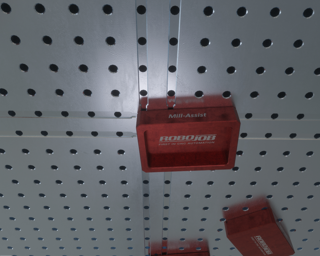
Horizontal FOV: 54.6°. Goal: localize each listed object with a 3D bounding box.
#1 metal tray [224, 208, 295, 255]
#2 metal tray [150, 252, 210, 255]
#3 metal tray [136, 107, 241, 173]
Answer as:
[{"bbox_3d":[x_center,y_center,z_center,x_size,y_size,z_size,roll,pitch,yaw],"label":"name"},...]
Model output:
[{"bbox_3d":[0.190,0.209,0.587,0.090,0.030,0.130,-25,126,19],"label":"metal tray"},{"bbox_3d":[0.045,0.308,0.669,0.131,0.030,0.090,-6,130,4],"label":"metal tray"},{"bbox_3d":[0.037,0.018,0.423,0.131,0.030,0.090,-3,130,2],"label":"metal tray"}]
